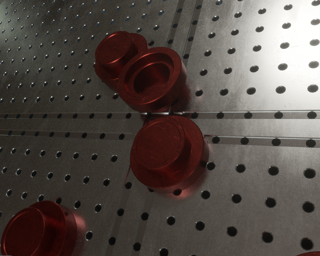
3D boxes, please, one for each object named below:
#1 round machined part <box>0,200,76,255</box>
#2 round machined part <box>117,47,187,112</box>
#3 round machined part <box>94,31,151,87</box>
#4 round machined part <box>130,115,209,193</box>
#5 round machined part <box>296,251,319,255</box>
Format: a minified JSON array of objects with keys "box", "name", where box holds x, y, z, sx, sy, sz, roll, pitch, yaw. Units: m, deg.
[{"box":[-0.160,0.140,0.393,0.098,0.042,0.098,-13,56,20],"name":"round machined part"},{"box":[-0.008,-0.064,0.439,0.098,0.042,0.098,-13,56,20],"name":"round machined part"},{"box":[-0.065,-0.118,0.502,0.098,0.042,0.098,-13,56,20],"name":"round machined part"},{"box":[0.006,0.026,0.377,0.098,0.042,0.098,-13,56,20],"name":"round machined part"},{"box":[0.132,0.149,0.236,0.098,0.042,0.098,-13,56,20],"name":"round machined part"}]
